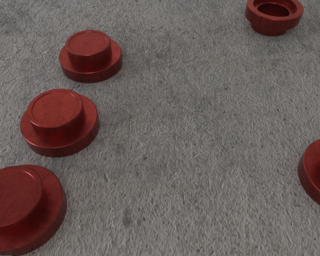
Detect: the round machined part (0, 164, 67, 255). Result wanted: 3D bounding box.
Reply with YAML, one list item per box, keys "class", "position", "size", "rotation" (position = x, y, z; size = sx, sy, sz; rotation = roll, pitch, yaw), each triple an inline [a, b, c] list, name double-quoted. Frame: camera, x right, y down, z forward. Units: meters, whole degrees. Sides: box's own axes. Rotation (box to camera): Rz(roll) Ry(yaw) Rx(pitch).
- class: "round machined part"
  position: [-0.152, 0.079, 0.325]
  size: [0.099, 0.042, 0.098]
  rotation: [0, 50, 0]

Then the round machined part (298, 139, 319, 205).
- class: "round machined part"
  position: [0.215, 0.048, 0.353]
  size: [0.099, 0.042, 0.098]
  rotation: [0, 50, 0]

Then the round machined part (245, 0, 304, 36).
- class: "round machined part"
  position: [0.204, -0.204, 0.565]
  size: [0.099, 0.042, 0.098]
  rotation: [0, 50, 0]

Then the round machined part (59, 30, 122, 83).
- class: "round machined part"
  position: [-0.111, -0.119, 0.491]
  size: [0.099, 0.042, 0.098]
  rotation: [0, 50, 0]

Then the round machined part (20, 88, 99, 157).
- class: "round machined part"
  position: [-0.131, -0.014, 0.403]
  size: [0.099, 0.042, 0.098]
  rotation: [0, 50, 0]
